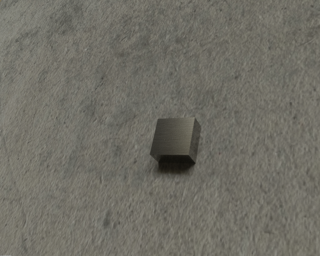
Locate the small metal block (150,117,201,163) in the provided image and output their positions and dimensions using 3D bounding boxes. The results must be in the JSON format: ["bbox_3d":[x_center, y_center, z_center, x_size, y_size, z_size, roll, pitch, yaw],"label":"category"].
[{"bbox_3d":[0.020,0.015,0.383,0.050,0.025,0.050,-2,61,27],"label":"small metal block"}]
